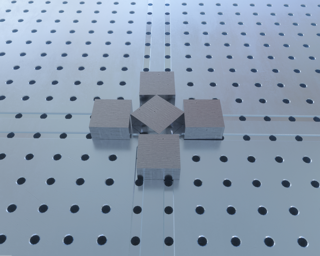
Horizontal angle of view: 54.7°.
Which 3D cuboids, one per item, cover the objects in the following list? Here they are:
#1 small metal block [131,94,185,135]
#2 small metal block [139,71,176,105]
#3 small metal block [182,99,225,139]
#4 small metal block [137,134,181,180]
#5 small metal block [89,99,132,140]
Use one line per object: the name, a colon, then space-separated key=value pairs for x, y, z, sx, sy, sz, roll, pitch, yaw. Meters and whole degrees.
small metal block: x=-0.003 y=-0.012 z=0.417 sx=0.050 sy=0.025 sz=0.050 roll=35 pitch=58 yaw=25
small metal block: x=-0.004 y=-0.057 z=0.456 sx=0.050 sy=0.025 sz=0.050 roll=0 pitch=50 yaw=-1
small metal block: x=0.057 y=-0.012 z=0.418 sx=0.050 sy=0.025 sz=0.050 roll=0 pitch=50 yaw=-1
small metal block: x=-0.002 y=0.035 z=0.378 sx=0.050 sy=0.025 sz=0.050 roll=0 pitch=50 yaw=0
small metal block: x=-0.064 y=-0.012 z=0.417 sx=0.050 sy=0.025 sz=0.050 roll=1 pitch=50 yaw=0
